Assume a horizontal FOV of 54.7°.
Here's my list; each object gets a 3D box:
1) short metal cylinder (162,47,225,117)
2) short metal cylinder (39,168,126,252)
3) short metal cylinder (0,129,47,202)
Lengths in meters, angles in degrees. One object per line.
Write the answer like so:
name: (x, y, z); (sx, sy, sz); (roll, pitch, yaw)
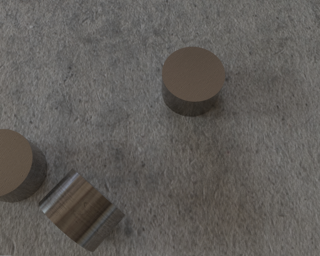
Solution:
short metal cylinder: (0.043, -0.061, 0.418); (0.081, 0.050, 0.080); (0, 70, 0)
short metal cylinder: (-0.085, 0.090, 0.345); (0.080, 0.080, 0.050); (38, 74, 12)
short metal cylinder: (-0.186, 0.047, 0.375); (0.081, 0.050, 0.080); (0, 70, 0)
